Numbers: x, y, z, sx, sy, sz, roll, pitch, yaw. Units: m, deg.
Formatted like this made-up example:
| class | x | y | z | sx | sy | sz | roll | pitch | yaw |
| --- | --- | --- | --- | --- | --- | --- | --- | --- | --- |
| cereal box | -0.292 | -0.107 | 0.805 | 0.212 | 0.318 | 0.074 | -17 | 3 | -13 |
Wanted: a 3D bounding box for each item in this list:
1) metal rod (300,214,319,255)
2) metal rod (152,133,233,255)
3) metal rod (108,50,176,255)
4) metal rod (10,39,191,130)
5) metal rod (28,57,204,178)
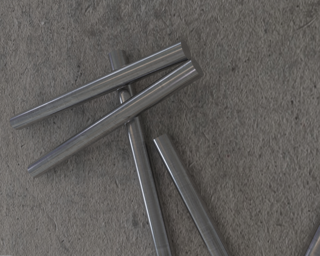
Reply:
| class | x | y | z | sx | sy | sz | roll | pitch | yaw |
| --- | --- | --- | --- | --- | --- | --- | --- | --- | --- |
| metal rod | 0.194 | 0.089 | 0.340 | 0.025 | 0.025 | 0.298 | 24 | 98 | 18 |
| metal rod | 0.068 | 0.143 | 0.384 | 0.025 | 0.025 | 0.299 | -30 | 80 | 17 |
| metal rod | -0.024 | 0.041 | 0.417 | 0.025 | 0.025 | 0.298 | -16 | 85 | 19 |
| metal rod | -0.098 | -0.049 | 0.422 | 0.300 | 0.025 | 0.025 | -18 | 84 | 27 |
| metal rod | -0.075 | -0.002 | 0.413 | 0.300 | 0.025 | 0.025 | -30 | 80 | 26 |
